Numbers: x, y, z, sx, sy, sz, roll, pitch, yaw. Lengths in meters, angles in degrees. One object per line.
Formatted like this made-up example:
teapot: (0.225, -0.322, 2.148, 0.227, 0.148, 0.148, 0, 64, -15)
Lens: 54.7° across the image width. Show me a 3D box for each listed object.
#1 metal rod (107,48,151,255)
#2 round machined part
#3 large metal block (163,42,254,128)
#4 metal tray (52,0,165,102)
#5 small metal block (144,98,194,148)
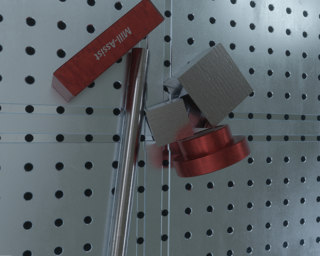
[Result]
metal rod: (-0.041, 0.047, 0.398, 0.025, 0.025, 0.298, 8, 87, -20)
round machined part: (0.062, 0.025, 0.398, 0.099, 0.098, 0.042, -20, 92, -19)
large metal block: (0.066, -0.056, 0.425, 0.080, 0.050, 0.080, -42, 104, -16)
metal tray: (-0.063, -0.086, 0.355, 0.130, 0.090, 0.030, -44, 104, -15)
small metal block: (0.011, -0.008, 0.409, 0.050, 0.025, 0.050, -19, 103, -5)
